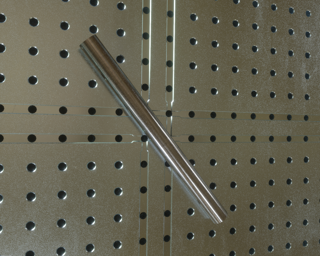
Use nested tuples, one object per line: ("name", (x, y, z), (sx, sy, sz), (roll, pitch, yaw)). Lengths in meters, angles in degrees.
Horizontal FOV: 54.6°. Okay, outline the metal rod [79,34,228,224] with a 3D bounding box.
("metal rod", (-0.001, 0.010, 0.411), (0.025, 0.025, 0.300), (-40, 103, -15))
